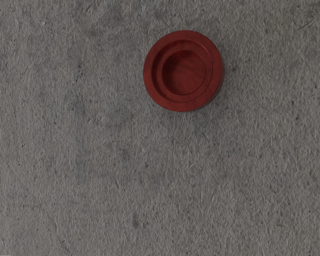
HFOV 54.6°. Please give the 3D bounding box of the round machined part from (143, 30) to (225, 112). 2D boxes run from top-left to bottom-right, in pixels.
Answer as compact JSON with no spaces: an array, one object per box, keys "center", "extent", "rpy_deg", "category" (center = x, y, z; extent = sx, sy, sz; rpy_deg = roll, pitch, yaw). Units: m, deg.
[{"center":[0.032,-0.068,0.389],"extent":[0.098,0.042,0.097],"rpy_deg":[0,90,20],"category":"round machined part"}]
